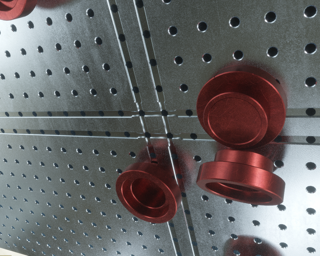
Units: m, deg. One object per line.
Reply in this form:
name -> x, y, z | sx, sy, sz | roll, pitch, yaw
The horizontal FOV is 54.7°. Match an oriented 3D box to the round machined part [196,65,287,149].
round machined part -> 0.087, -0.016, 0.344 | 0.098, 0.042, 0.097 | 13, 124, 20

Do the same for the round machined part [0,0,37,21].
round machined part -> -0.188, -0.187, 0.381 | 0.098, 0.042, 0.097 | 13, 124, 20

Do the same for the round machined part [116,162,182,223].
round machined part -> -0.013, 0.091, 0.462 | 0.098, 0.042, 0.097 | 13, 124, 20

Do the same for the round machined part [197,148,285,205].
round machined part -> 0.095, 0.056, 0.365 | 0.098, 0.042, 0.098 | 14, 159, 6
